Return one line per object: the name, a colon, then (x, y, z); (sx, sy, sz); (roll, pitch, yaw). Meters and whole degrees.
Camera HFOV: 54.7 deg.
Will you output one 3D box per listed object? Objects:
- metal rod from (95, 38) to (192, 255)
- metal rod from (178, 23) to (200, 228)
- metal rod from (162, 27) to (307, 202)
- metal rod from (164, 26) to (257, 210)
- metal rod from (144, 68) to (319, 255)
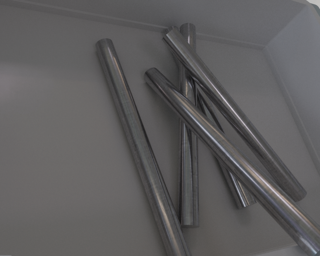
metal rod: (-0.027, 0.013, 0.382); (0.025, 0.025, 0.299); (-8, 66, -32)
metal rod: (0.038, -0.021, 0.420); (0.025, 0.025, 0.299); (13, 62, -21)
metal rod: (0.108, -0.013, 0.434); (0.300, 0.025, 0.025); (50, 51, -8)
metal rod: (0.067, -0.029, 0.458); (0.025, 0.025, 0.299); (-7, 65, -31)
metal rod: (0.062, 0.013, 0.353); (0.025, 0.025, 0.300); (-9, 42, -32)
